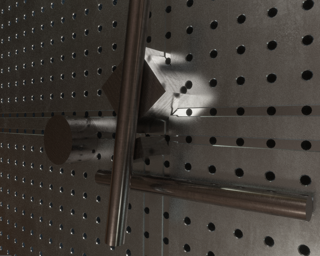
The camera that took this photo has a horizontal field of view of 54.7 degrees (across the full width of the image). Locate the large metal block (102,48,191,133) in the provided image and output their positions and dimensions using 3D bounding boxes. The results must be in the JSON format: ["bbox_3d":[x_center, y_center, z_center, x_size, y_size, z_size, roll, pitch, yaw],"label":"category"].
[{"bbox_3d":[-0.021,-0.049,0.408,0.080,0.050,0.080,-45,63,30],"label":"large metal block"}]

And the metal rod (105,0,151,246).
[{"bbox_3d":[-0.040,-0.005,0.374,0.025,0.025,0.298,11,97,39],"label":"metal rod"}]

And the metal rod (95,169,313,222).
[{"bbox_3d":[0.025,0.076,0.387,0.300,0.025,0.025,0,90,39],"label":"metal rod"}]

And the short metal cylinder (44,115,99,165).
[{"bbox_3d":[-0.147,0.019,0.511,0.080,0.050,0.079,0,90,39],"label":"short metal cylinder"}]

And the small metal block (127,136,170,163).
[{"bbox_3d":[-0.024,0.030,0.411,0.050,0.050,0.025,-21,77,38],"label":"small metal block"}]
